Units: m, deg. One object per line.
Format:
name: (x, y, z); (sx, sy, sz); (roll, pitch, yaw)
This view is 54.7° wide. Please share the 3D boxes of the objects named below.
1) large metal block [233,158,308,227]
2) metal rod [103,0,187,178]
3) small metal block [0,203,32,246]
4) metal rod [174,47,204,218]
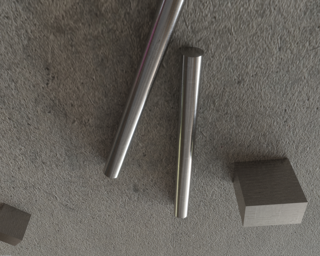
large metal block: (0.156, 0.093, 0.453); (0.080, 0.080, 0.050); (-5, 130, 3)
metal rod: (-0.024, -0.043, 0.370); (0.025, 0.025, 0.298); (14, 129, -12)
small metal block: (-0.256, 0.164, 0.527); (0.050, 0.050, 0.025); (36, 121, -27)
metal rod: (0.036, 0.031, 0.433); (0.025, 0.025, 0.298); (0, 130, 0)
